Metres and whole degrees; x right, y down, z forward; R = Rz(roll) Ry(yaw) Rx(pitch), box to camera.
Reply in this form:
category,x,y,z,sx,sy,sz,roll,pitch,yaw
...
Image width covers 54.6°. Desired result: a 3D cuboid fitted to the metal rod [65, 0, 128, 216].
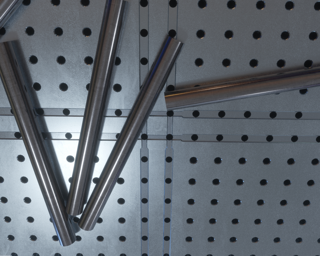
category,x,y,z,sx,sy,sz,roll,pitch,yaw
metal rod,-0.088,-0.014,0.407,0.025,0.025,0.298,14,109,-5

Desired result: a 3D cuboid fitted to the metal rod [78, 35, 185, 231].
category,x,y,z,sx,sy,sz,roll,pitch,yaw
metal rod,-0.046,0.019,0.419,0.025,0.025,0.298,24,108,-9

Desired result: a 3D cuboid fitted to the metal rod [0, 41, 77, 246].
category,x,y,z,sx,sy,sz,roll,pitch,yaw
metal rod,-0.167,0.035,0.424,0.025,0.025,0.298,-10,110,3

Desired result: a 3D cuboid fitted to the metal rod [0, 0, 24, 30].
category,x,y,z,sx,sy,sz,roll,pitch,yaw
metal rod,-0.251,-0.078,0.382,0.299,0.025,0.025,-43,105,14

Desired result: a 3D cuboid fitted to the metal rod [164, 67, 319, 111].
category,x,y,z,sx,sy,sz,roll,pitch,yaw
metal rod,0.156,-0.058,0.393,0.301,0.025,0.025,-9,110,3
